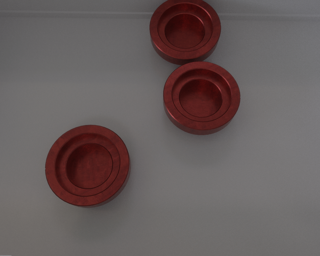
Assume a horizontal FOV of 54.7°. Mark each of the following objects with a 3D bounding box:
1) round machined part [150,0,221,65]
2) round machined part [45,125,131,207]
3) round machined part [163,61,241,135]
[{"bbox_3d":[0.035,-0.135,0.446,0.099,0.042,0.098,0,76,1],"label":"round machined part"},{"bbox_3d":[-0.085,0.049,0.382,0.099,0.042,0.098,0,70,0],"label":"round machined part"},{"bbox_3d":[0.053,-0.036,0.414,0.099,0.042,0.098,0,70,0],"label":"round machined part"}]
